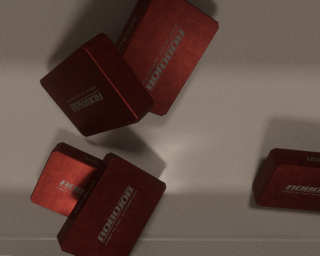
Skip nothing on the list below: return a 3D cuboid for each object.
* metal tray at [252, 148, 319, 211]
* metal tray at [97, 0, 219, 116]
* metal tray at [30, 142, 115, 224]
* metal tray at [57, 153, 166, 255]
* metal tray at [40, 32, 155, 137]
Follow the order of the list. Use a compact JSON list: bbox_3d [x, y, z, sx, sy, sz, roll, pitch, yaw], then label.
[{"bbox_3d":[0.204,0.074,0.422,0.131,0.030,0.089,6,132,-3],"label":"metal tray"},{"bbox_3d":[-0.003,-0.085,0.357,0.091,0.030,0.129,18,111,-36],"label":"metal tray"},{"bbox_3d":[-0.103,0.087,0.440,0.131,0.030,0.089,26,108,-10],"label":"metal tray"},{"bbox_3d":[-0.061,0.109,0.408,0.090,0.030,0.130,35,79,-26],"label":"metal tray"},{"bbox_3d":[-0.076,-0.040,0.350,0.130,0.030,0.090,-13,118,51],"label":"metal tray"}]
